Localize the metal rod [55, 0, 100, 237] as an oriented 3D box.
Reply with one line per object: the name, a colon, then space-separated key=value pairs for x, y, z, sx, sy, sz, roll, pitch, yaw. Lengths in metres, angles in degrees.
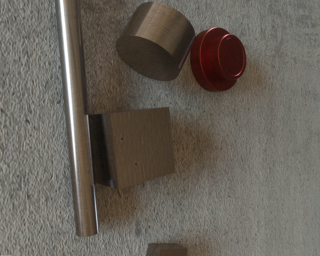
metal rod: x=-0.090 y=-0.034 z=0.330 sx=0.025 sy=0.025 sz=0.298 roll=-7 pitch=95 yaw=-40

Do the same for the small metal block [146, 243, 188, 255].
small metal block: x=0.007 y=0.183 z=0.413 sx=0.050 sy=0.025 sz=0.050 roll=17 pitch=79 yaw=-39

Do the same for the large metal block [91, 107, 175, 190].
large metal block: x=-0.032 y=0.019 z=0.363 sx=0.081 sy=0.050 sz=0.079 roll=-10 pitch=96 yaw=-40

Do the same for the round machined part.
round machined part: x=0.096 y=-0.106 z=0.476 sx=0.099 sy=0.042 sz=0.097 roll=0 pitch=90 yaw=-40

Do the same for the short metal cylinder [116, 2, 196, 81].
short metal cylinder: x=-0.005 y=-0.100 z=0.367 sx=0.080 sy=0.080 sz=0.050 roll=38 pitch=67 yaw=-34
